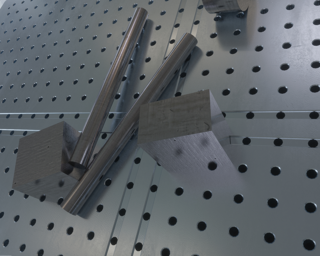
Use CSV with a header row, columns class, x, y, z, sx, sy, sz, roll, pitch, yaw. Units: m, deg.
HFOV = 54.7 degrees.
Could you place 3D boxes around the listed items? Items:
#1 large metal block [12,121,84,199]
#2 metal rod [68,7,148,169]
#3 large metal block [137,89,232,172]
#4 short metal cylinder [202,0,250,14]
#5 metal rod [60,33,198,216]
class,x,y,z,sx,sy,sz,roll,pitch,yaw
large metal block,-0.157,0.047,0.446,0.080,0.050,0.080,-20,54,16
metal rod,-0.071,-0.077,0.481,0.025,0.025,0.300,1,58,28
large metal block,0.030,0.007,0.353,0.080,0.080,0.050,-11,57,22
short metal cylinder,0.098,-0.211,0.451,0.050,0.080,0.080,7,65,31
metal rod,-0.037,-0.013,0.435,0.025,0.025,0.300,26,75,37
